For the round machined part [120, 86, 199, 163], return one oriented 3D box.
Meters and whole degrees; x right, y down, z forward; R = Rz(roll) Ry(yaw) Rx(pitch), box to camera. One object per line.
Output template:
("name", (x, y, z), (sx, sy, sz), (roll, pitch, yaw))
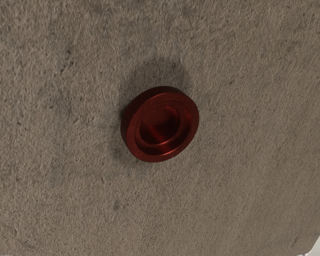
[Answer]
("round machined part", (-0.004, -0.008, 0.390), (0.099, 0.042, 0.097), (-14, 125, -21))
